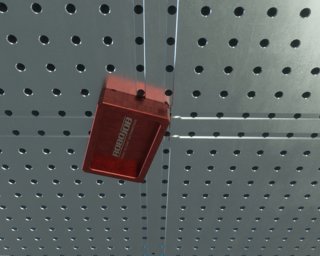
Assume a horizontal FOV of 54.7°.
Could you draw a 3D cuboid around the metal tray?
[{"bbox_3d":[-0.049,0.016,0.421,0.091,0.030,0.129,14,129,-12],"label":"metal tray"}]
